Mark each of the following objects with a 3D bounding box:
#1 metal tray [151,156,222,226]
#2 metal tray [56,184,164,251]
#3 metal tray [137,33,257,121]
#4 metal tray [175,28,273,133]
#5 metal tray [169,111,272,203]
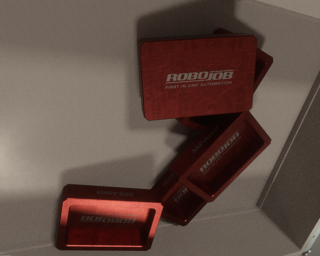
[{"bbox_3d":[0.049,0.089,0.489,0.130,0.030,0.090,-49,129,6],"label":"metal tray"},{"bbox_3d":[-0.069,0.126,0.426,0.131,0.030,0.089,7,116,-16],"label":"metal tray"},{"bbox_3d":[0.043,-0.060,0.361,0.131,0.030,0.089,-6,113,-7],"label":"metal tray"},{"bbox_3d":[0.084,-0.055,0.418,0.091,0.030,0.129,17,110,-35],"label":"metal tray"},{"bbox_3d":[0.087,0.037,0.438,0.130,0.030,0.090,-46,130,4],"label":"metal tray"}]
